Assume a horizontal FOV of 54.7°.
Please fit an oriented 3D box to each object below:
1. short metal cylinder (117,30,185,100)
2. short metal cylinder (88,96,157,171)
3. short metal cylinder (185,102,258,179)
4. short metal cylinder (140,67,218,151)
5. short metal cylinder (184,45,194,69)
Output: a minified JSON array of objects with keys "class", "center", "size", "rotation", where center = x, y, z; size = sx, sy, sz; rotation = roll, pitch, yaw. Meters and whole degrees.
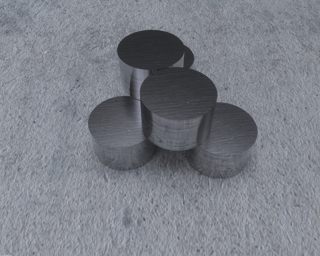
[{"class":"short metal cylinder","center":[-0.011,-0.079,0.389],"size":[0.080,0.050,0.080],"rotation":[0,50,0]},{"class":"short metal cylinder","center":[-0.044,0.006,0.383],"size":[0.080,0.050,0.080],"rotation":[0,50,0]},{"class":"short metal cylinder","center":[0.072,0.015,0.376],"size":[0.080,0.050,0.080],"rotation":[0,50,0]},{"class":"short metal cylinder","center":[0.019,-0.022,0.341],"size":[0.081,0.050,0.080],"rotation":[1,50,0]},{"class":"short metal cylinder","center":[0.009,-0.085,0.460],"size":[0.080,0.050,0.080],"rotation":[0,50,0]}]
